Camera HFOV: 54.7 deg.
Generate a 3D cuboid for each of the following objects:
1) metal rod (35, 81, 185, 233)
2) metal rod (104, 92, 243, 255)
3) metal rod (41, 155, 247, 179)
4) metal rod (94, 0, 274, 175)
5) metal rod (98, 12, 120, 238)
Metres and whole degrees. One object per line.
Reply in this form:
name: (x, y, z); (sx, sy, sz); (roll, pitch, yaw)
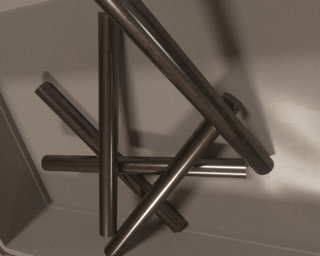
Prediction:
metal rod: (-0.073, 0.047, 0.474); (0.300, 0.025, 0.025); (46, 129, -5)
metal rod: (0.003, 0.078, 0.400); (0.025, 0.025, 0.298); (37, 117, 3)
metal rod: (-0.035, 0.052, 0.433); (0.301, 0.025, 0.025); (-1, 118, 19)
metal rod: (0.035, -0.034, 0.283); (0.025, 0.025, 0.300); (-18, 137, 35)
metal rod: (-0.067, 0.009, 0.402); (0.025, 0.025, 0.298); (11, 109, 22)
